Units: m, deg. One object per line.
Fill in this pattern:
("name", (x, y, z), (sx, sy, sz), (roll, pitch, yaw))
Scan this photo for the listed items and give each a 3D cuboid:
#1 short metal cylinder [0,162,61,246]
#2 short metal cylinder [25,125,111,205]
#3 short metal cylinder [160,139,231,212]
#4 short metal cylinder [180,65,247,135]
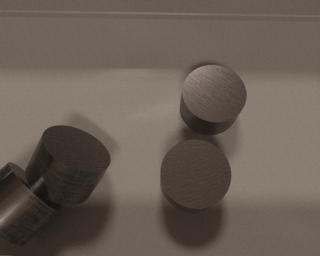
("short metal cylinder", (-0.160, 0.084, 0.348), (0.080, 0.080, 0.050), (42, 75, 13))
("short metal cylinder", (-0.105, 0.041, 0.357), (0.080, 0.080, 0.050), (38, 112, 12))
("short metal cylinder", (0.041, 0.059, 0.375), (0.081, 0.050, 0.080), (0, 70, 0))
("short metal cylinder", (0.068, -0.036, 0.410), (0.081, 0.050, 0.080), (0, 70, 0))
